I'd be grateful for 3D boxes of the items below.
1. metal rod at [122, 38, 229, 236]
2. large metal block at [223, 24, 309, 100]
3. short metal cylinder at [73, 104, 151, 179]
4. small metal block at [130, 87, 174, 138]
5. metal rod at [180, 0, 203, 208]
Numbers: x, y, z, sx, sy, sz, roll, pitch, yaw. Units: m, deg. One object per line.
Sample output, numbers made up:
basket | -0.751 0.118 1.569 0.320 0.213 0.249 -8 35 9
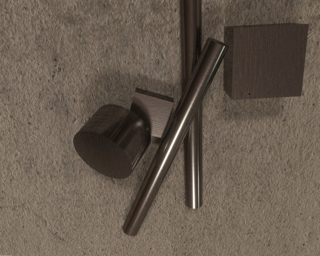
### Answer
metal rod | 0.010 0.029 0.402 0.025 0.025 0.298 20 116 -8
large metal block | 0.121 -0.081 0.369 0.081 0.050 0.079 -3 110 0
short metal cylinder | -0.058 0.017 0.383 0.080 0.050 0.079 18 138 17
small metal block | -0.014 -0.020 0.402 0.050 0.025 0.050 15 109 -6
metal rod | 0.042 -0.030 0.399 0.025 0.025 0.298 -3 110 1
